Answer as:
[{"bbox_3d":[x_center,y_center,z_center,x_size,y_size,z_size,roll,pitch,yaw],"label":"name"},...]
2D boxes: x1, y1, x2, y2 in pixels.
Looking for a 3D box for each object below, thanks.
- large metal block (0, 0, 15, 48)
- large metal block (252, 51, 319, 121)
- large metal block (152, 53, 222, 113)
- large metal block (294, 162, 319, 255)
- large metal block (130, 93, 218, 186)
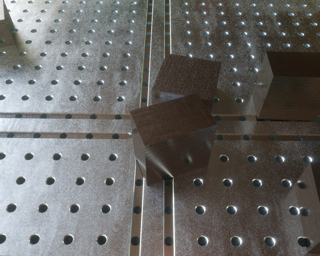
[{"bbox_3d":[-0.305,-0.180,0.538,0.081,0.050,0.080,-16,52,-13],"label":"large metal block"},{"bbox_3d":[0.179,-0.055,0.421,0.081,0.080,0.050,2,50,1],"label":"large metal block"},{"bbox_3d":[0.038,-0.056,0.439,0.080,0.050,0.080,12,51,9],"label":"large metal block"},{"bbox_3d":[0.196,0.086,0.322,0.080,0.050,0.080,5,50,4],"label":"large metal block"},{"bbox_3d":[0.014,0.014,0.360,0.081,0.080,0.050,-16,52,-13],"label":"large metal block"}]
